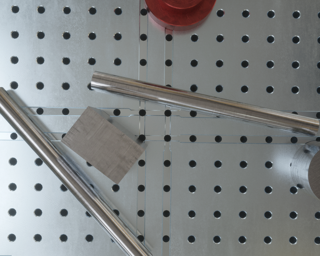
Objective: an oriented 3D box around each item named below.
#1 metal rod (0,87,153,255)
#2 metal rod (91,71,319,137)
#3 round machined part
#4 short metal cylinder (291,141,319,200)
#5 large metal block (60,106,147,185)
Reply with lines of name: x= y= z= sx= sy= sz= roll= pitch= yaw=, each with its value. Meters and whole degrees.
metal rod: x=-0.119 y=0.066 z=0.411 sx=0.025 sy=0.025 sz=0.300 roll=-42 pitch=91 yaw=0
metal rod: x=0.059 y=-0.032 z=0.414 sx=0.302 sy=0.025 sz=0.025 roll=12 pitch=90 yaw=-1
round machined part: x=0.027 y=-0.182 z=0.405 sx=0.099 sy=0.042 sz=0.097 roll=0 pitch=90 yaw=-1
short metal cylinder: x=0.221 y=0.057 z=0.404 sx=0.081 sy=0.050 sz=0.079 roll=0 pitch=90 yaw=-1
large metal block: x=-0.064 y=0.019 z=0.385 sx=0.080 sy=0.080 sz=0.050 roll=38 pitch=90 yaw=-1
